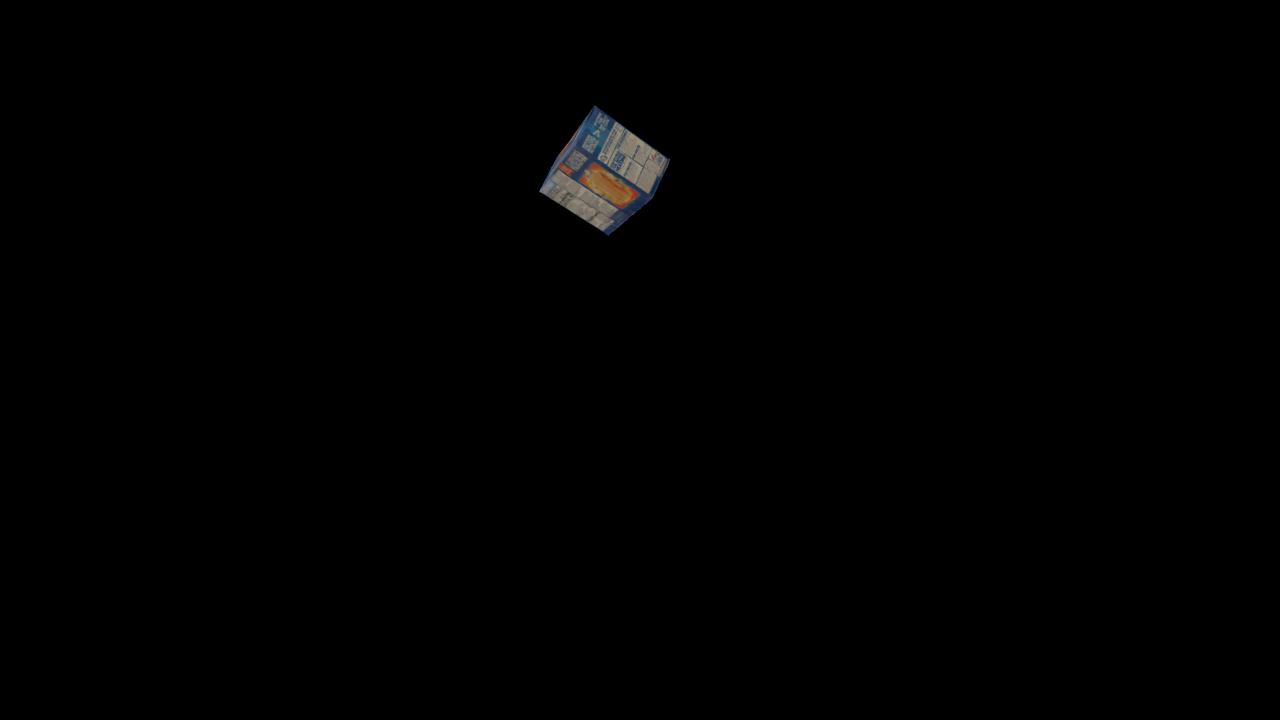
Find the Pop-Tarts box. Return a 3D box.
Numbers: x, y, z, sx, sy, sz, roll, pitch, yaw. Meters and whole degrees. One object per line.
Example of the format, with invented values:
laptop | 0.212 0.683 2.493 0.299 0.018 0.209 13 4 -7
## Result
Pop-Tarts box | -0.060 -0.294 0.982 0.141 0.083 0.167 29 -22 -19
